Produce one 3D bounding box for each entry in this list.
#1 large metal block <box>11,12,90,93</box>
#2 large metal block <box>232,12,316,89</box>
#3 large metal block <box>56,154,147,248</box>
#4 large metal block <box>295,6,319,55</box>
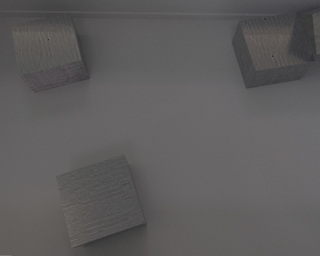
[{"bbox_3d":[-0.151,-0.105,0.433,0.081,0.050,0.080,-16,71,-6],"label":"large metal block"},{"bbox_3d":[0.156,-0.108,0.436,0.081,0.050,0.080,-10,70,-3],"label":"large metal block"},{"bbox_3d":[-0.067,0.086,0.364,0.080,0.050,0.080,-17,71,-6],"label":"large metal block"},{"bbox_3d":[0.233,-0.139,0.417,0.080,0.080,0.050,-14,109,8],"label":"large metal block"}]
